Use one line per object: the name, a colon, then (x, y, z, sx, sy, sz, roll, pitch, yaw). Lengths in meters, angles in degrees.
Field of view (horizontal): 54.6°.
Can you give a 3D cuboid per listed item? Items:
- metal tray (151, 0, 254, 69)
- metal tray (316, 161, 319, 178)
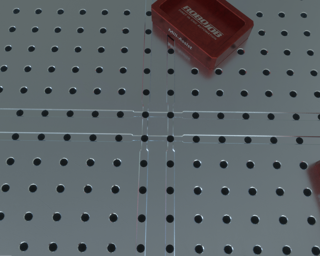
metal tray: (0.062, -0.161, 0.468, 0.090, 0.030, 0.130, -43, 76, -14)
metal tray: (0.259, 0.093, 0.377, 0.091, 0.030, 0.130, -9, 70, -3)
